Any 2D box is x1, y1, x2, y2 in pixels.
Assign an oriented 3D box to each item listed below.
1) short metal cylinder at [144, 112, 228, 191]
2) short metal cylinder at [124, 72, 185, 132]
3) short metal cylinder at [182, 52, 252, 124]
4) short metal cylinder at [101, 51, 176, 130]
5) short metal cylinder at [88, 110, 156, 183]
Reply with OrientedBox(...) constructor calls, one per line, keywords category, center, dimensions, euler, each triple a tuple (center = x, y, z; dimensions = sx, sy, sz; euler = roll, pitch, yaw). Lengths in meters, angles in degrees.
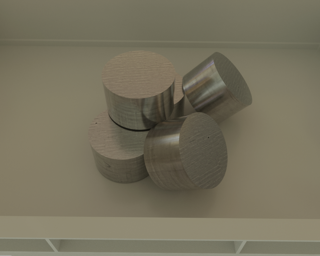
OrientedBox(category="short metal cylinder", center=(0.029, 0.027, 0.336), dimensions=(0.050, 0.080, 0.080), euler=(-15, 35, 44))
OrientedBox(category="short metal cylinder", center=(-0.007, -0.038, 0.418), dimensions=(0.081, 0.050, 0.080), euler=(0, 50, 0))
OrientedBox(category="short metal cylinder", center=(0.075, -0.051, 0.404), dimensions=(0.080, 0.050, 0.080), euler=(33, 38, -31))
OrientedBox(category="short metal cylinder", center=(-0.023, -0.044, 0.357), dimensions=(0.081, 0.050, 0.080), euler=(0, 50, 0))
OrientedBox(category="short metal cylinder", center=(-0.041, 0.019, 0.371), dimensions=(0.081, 0.050, 0.080), euler=(0, 50, 0))
